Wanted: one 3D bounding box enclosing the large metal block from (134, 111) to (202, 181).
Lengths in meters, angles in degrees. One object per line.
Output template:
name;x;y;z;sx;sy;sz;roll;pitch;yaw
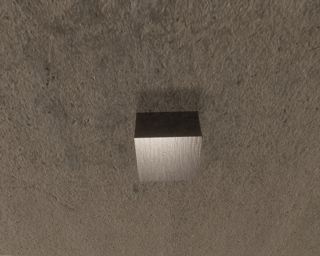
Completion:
large metal block;0.011;0.025;0.413;0.081;0.050;0.079;-2;130;1
